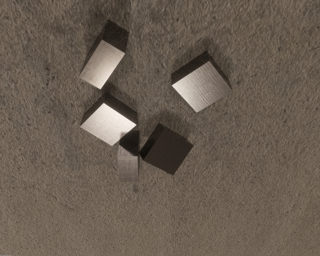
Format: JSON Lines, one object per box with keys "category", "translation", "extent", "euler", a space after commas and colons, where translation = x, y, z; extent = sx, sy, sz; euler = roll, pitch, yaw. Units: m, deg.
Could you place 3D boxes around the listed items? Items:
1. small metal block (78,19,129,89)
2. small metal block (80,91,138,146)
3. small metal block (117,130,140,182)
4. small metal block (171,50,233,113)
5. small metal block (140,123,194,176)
{"category": "small metal block", "translation": [-0.058, -0.077, 0.324], "extent": [0.025, 0.050, 0.050], "euler": [28, 124, -22]}
{"category": "small metal block", "translation": [-0.065, -0.011, 0.397], "extent": [0.050, 0.025, 0.050], "euler": [35, 122, -27]}
{"category": "small metal block", "translation": [-0.041, 0.038, 0.423], "extent": [0.025, 0.050, 0.050], "euler": [1, 130, -1]}
{"category": "small metal block", "translation": [0.049, -0.053, 0.363], "extent": [0.050, 0.025, 0.050], "euler": [-31, 124, 23]}
{"category": "small metal block", "translation": [0.008, 0.029, 0.419], "extent": [0.050, 0.025, 0.050], "euler": [30, 97, -24]}
